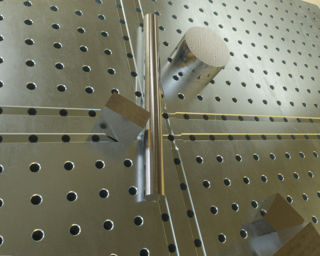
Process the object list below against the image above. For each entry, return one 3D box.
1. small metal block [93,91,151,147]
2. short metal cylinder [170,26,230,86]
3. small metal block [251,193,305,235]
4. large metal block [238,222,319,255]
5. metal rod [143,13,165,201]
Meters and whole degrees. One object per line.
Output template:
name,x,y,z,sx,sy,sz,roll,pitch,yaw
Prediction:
small metal block,-0.046,-0.009,0.373,0.050,0.050,0.025,31,52,-9
short metal cylinder,0.064,-0.115,0.496,0.081,0.050,0.080,14,56,-21
small metal block,0.159,0.125,0.417,0.050,0.025,0.050,46,51,4
large metal block,0.134,0.156,0.350,0.081,0.080,0.050,-19,72,-35
metal rod,-0.011,-0.049,0.431,0.025,0.025,0.299,12,57,-22
